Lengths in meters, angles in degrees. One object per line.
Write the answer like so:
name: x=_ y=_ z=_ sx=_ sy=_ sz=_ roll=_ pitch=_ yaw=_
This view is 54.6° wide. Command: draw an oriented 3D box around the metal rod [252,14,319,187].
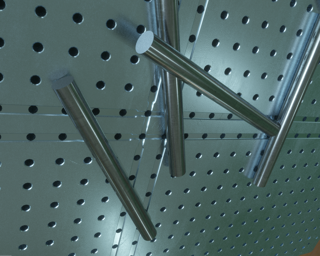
metal rod: x=0.211 y=-0.029 z=0.507 sx=0.025 sy=0.025 sz=0.298 roll=-2 pitch=120 yaw=-27

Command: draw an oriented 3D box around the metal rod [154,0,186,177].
metal rod: x=0.014 y=-0.059 z=0.381 sx=0.025 sy=0.025 sz=0.298 roll=-18 pitch=126 yaw=-18

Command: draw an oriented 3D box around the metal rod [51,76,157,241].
metal rod: x=-0.060 y=0.063 z=0.416 sx=0.025 sy=0.025 sz=0.299 roll=-29 pitch=128 yaw=-10

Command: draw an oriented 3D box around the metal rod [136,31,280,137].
metal rod: x=0.085 y=-0.041 z=0.410 sx=0.301 sy=0.025 sz=0.025 roll=23 pitch=106 yaw=-43
